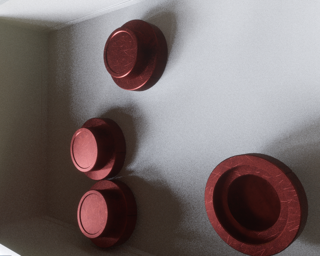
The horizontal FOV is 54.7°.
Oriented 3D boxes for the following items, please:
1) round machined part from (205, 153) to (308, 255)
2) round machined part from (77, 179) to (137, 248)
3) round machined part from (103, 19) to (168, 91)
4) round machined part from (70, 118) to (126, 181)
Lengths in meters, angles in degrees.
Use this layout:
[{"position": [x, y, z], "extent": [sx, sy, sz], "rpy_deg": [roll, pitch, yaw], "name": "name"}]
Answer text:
[{"position": [0.098, 0.074, 0.314], "extent": [0.098, 0.042, 0.097], "rpy_deg": [0, 90, 40], "name": "round machined part"}, {"position": [-0.084, 0.125, 0.455], "extent": [0.098, 0.042, 0.098], "rpy_deg": [-9, 75, 38], "name": "round machined part"}, {"position": [-0.040, -0.101, 0.429], "extent": [0.098, 0.042, 0.097], "rpy_deg": [0, 90, 40], "name": "round machined part"}, {"position": [-0.101, 0.033, 0.480], "extent": [0.098, 0.042, 0.097], "rpy_deg": [0, 90, 40], "name": "round machined part"}]
